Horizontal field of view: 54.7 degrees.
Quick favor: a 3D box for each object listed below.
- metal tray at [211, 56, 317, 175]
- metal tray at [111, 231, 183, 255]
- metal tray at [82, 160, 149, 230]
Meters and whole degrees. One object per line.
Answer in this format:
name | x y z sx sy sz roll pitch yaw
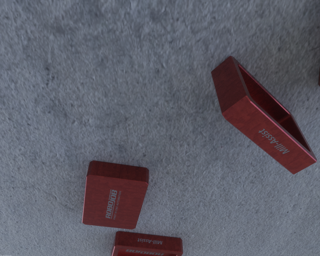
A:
metal tray | 0.117 -0.014 0.353 0.130 0.090 0.030 35 122 -26
metal tray | -0.029 0.248 0.614 0.131 0.030 0.089 10 130 -9
metal tray | -0.074 0.112 0.498 0.091 0.030 0.129 9 130 -8
